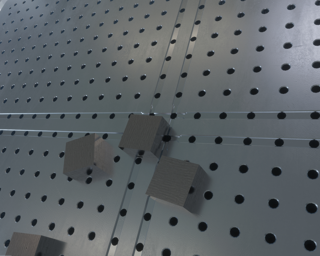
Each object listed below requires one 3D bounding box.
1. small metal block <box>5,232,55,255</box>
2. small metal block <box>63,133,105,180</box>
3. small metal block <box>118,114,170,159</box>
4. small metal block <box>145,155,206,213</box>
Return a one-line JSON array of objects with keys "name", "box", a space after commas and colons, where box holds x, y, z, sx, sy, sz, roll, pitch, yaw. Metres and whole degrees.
[{"name": "small metal block", "box": [-0.171, 0.164, 0.399, 0.050, 0.025, 0.050, -4, 60, 26]}, {"name": "small metal block", "box": [-0.107, 0.041, 0.441, 0.050, 0.025, 0.050, -18, 55, 18]}, {"name": "small metal block", "box": [-0.021, 0.011, 0.414, 0.050, 0.025, 0.050, 5, 64, 30]}, {"name": "small metal block", "box": [0.019, 0.064, 0.360, 0.050, 0.025, 0.050, 11, 67, 33]}]
